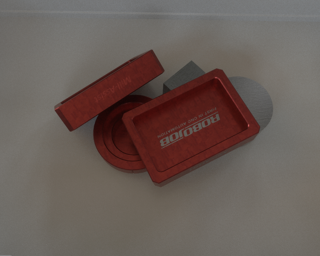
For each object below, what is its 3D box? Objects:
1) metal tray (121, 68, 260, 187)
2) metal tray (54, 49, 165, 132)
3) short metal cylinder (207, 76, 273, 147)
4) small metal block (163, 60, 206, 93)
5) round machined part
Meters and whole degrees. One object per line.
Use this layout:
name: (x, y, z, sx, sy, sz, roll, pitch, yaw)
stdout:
metal tray: (0.034, -0.001, 0.356, 0.131, 0.030, 0.090, -26, 71, -5)
metal tray: (-0.067, -0.048, 0.388, 0.131, 0.090, 0.030, -35, 106, -13)
short metal cylinder: (0.098, -0.020, 0.402, 0.081, 0.050, 0.080, 0, 70, 0)
small metal block: (0.031, -0.055, 0.414, 0.050, 0.050, 0.025, -41, 75, -15)
round machined part: (-0.032, 0.010, 0.396, 0.099, 0.042, 0.098, 0, 70, -1)
